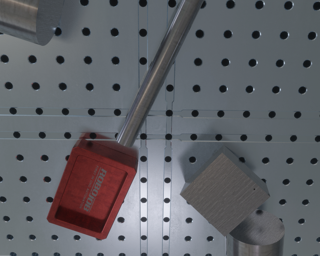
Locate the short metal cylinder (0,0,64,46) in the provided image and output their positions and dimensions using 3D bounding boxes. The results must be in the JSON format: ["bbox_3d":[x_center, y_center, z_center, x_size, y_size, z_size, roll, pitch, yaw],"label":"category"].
[{"bbox_3d":[-0.142,-0.135,0.333,0.050,0.080,0.079,17,109,-7],"label":"short metal cylinder"}]

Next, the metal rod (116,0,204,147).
[{"bbox_3d":[0.016,-0.107,0.373,0.025,0.025,0.298,24,108,-9],"label":"metal rod"}]

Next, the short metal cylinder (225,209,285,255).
[{"bbox_3d":[0.135,0.160,0.445,0.080,0.080,0.050,-4,110,1],"label":"short metal cylinder"}]

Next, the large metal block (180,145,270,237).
[{"bbox_3d":[0.087,0.083,0.420,0.080,0.050,0.080,43,105,4],"label":"large metal block"}]

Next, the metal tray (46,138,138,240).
[{"bbox_3d":[-0.097,0.089,0.442,0.090,0.030,0.129,22,109,-8],"label":"metal tray"}]
